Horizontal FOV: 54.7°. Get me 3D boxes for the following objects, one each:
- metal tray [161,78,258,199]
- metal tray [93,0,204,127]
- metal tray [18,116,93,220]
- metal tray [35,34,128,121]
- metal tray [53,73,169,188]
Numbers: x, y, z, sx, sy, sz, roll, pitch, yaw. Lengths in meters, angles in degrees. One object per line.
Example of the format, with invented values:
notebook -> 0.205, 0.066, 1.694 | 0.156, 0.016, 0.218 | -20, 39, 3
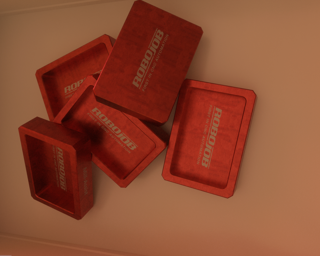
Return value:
metal tray -> 0.061, 0.011, 0.384 | 0.090, 0.030, 0.129 | 13, 94, 19
metal tray -> -0.013, -0.077, 0.373 | 0.090, 0.030, 0.130 | 23, 78, -5
metal tray -> -0.139, 0.057, 0.422 | 0.090, 0.030, 0.129 | 18, 125, 19
metal tray -> -0.107, -0.064, 0.442 | 0.130, 0.030, 0.090 | -22, 83, 18
metal tray -> -0.063, 0.004, 0.404 | 0.130, 0.030, 0.090 | 43, 110, -1
